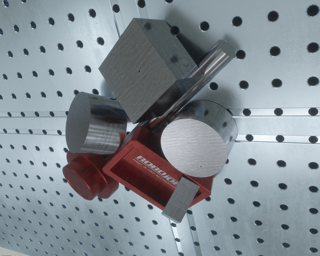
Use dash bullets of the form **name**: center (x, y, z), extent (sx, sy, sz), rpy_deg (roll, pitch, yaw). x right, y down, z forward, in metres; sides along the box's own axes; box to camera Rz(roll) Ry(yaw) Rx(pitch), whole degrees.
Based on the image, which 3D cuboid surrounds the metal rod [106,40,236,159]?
- **metal rod**: center (-0.014, -0.004, 0.418), extent (0.025, 0.025, 0.299), rpy_deg (44, 130, -3)

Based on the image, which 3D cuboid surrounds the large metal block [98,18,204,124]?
- **large metal block**: center (-0.012, -0.063, 0.348), extent (0.080, 0.050, 0.080), rpy_deg (-43, 74, 39)

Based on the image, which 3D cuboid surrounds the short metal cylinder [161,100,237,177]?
- **short metal cylinder**: center (0.048, 0.013, 0.377), extent (0.080, 0.050, 0.079), rpy_deg (13, 124, 21)

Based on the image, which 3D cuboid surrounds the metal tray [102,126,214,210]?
- **metal tray**: center (-0.003, 0.064, 0.431), extent (0.130, 0.030, 0.090), rpy_deg (36, 130, -13)

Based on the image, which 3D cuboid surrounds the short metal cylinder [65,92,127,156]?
- **short metal cylinder**: center (-0.086, -0.004, 0.411), extent (0.080, 0.050, 0.080), rpy_deg (-16, 70, 51)

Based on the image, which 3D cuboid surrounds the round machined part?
- **round machined part**: center (-0.116, 0.076, 0.491), extent (0.098, 0.042, 0.097), rpy_deg (28, 140, 26)

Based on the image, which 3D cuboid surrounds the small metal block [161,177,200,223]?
- **small metal block**: center (0.025, 0.095, 0.402), extent (0.025, 0.050, 0.050), rpy_deg (29, 163, 7)
